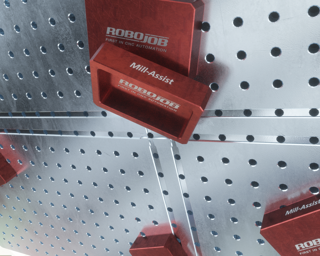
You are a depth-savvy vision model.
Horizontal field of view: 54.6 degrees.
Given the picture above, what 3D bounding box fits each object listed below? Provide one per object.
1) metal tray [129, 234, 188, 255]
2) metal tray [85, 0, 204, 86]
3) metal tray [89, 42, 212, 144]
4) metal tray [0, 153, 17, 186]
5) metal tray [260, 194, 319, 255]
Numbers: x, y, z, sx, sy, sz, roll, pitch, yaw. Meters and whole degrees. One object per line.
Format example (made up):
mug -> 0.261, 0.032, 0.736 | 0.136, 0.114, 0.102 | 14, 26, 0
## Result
metal tray -> 0.015, 0.252, 0.556 | 0.090, 0.030, 0.130 | -21, 107, 36
metal tray -> -0.021, -0.105, 0.354 | 0.130, 0.030, 0.089 | 16, 125, 19
metal tray -> -0.015, -0.036, 0.362 | 0.130, 0.030, 0.090 | 24, 151, 4
metal tray -> -0.373, 0.088, 0.661 | 0.130, 0.030, 0.090 | -24, 106, 36
metal tray -> 0.204, 0.129, 0.380 | 0.090, 0.030, 0.129 | 47, 129, -5
